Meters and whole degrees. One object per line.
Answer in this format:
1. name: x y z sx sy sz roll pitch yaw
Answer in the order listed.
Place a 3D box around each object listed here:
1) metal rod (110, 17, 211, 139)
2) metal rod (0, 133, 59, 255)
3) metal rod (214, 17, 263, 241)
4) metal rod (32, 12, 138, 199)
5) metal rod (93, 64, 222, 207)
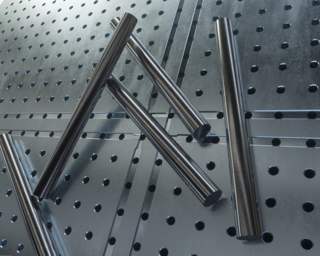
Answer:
1. metal rod: -0.014 -0.093 0.470 0.025 0.025 0.300 -37 51 4
2. metal rod: -0.188 0.105 0.439 0.025 0.025 0.300 -42 51 -1
3. metal rod: 0.089 -0.023 0.374 0.025 0.025 0.299 -12 57 21
4. metal rod: -0.107 -0.039 0.461 0.025 0.025 0.299 18 79 34
5. metal rod: -0.022 -0.011 0.425 0.025 0.025 0.300 -42 51 -1
